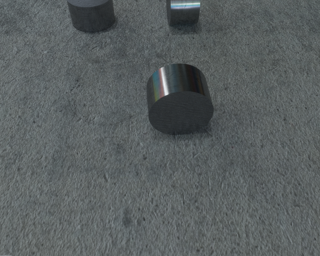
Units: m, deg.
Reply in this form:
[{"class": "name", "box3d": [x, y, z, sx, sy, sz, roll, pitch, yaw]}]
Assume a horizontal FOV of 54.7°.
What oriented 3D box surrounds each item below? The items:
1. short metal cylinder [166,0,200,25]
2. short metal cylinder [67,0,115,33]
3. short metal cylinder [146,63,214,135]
[{"class": "short metal cylinder", "box3d": [0.040, -0.229, 0.560, 0.050, 0.080, 0.080, -4, 50, -3]}, {"class": "short metal cylinder", "box3d": [-0.126, -0.220, 0.571, 0.080, 0.050, 0.080, 0, 50, 0]}, {"class": "short metal cylinder", "box3d": [0.024, -0.035, 0.397, 0.081, 0.080, 0.050, -4, 50, -3]}]
